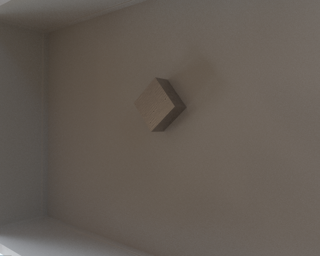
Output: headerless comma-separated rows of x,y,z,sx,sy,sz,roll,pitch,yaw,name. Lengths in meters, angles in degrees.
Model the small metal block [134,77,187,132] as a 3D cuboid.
-0.001,-0.030,0.409,0.050,0.025,0.050,-47,62,30,small metal block
